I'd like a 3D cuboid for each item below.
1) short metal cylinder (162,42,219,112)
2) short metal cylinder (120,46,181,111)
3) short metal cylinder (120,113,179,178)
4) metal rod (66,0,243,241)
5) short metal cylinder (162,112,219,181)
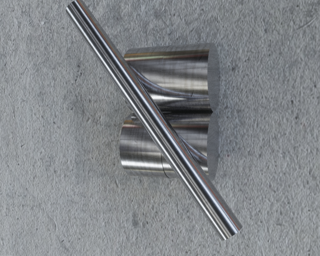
[{"bbox_3d":[0.039,-0.059,0.367,0.050,0.080,0.079,1,90,20],"label":"short metal cylinder"},{"bbox_3d":[-0.008,-0.060,0.384,0.050,0.080,0.079,1,90,20],"label":"short metal cylinder"},{"bbox_3d":[-0.009,0.021,0.384,0.050,0.080,0.079,1,90,20],"label":"short metal cylinder"},{"bbox_3d":[-0.014,-0.018,0.330,0.025,0.025,0.299,-38,78,16],"label":"metal rod"},{"bbox_3d":[0.039,0.021,0.367,0.050,0.080,0.079,1,90,20],"label":"short metal cylinder"}]
